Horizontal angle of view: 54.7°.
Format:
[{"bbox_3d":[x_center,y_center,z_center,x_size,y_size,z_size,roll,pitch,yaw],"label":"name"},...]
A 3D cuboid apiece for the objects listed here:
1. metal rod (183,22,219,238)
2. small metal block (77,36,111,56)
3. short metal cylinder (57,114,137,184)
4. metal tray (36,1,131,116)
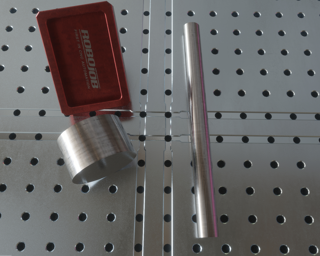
[{"bbox_3d":[0.052,-0.011,0.416,0.025,0.025,0.299,-2,70,-1],"label":"metal rod"},{"bbox_3d":[-0.087,-0.109,0.437,0.050,0.050,0.025,-5,70,-2],"label":"small metal block"},{"bbox_3d":[-0.075,0.026,0.372,0.080,0.080,0.050,-25,72,-9],"label":"short metal cylinder"},{"bbox_3d":[-0.094,-0.087,0.398,0.091,0.030,0.129,-10,108,-1],"label":"metal tray"}]
